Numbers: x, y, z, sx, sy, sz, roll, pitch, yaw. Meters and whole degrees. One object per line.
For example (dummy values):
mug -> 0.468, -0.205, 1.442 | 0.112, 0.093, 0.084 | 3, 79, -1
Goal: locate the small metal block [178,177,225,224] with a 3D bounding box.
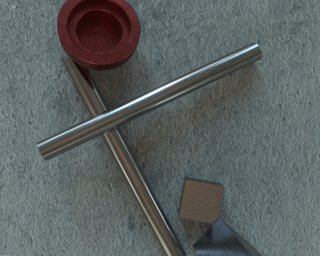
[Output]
small metal block -> 0.054, 0.095, 0.411 | 0.050, 0.025, 0.050 | 11, 90, -1

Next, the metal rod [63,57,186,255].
metal rod -> -0.046, 0.040, 0.409 | 0.025, 0.025, 0.299 | -28, 90, 0

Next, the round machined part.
round machined part -> -0.077, -0.119, 0.392 | 0.099, 0.042, 0.098 | 2, 79, -12

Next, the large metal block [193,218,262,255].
large metal block -> 0.097, 0.168, 0.373 | 0.080, 0.080, 0.050 | 43, 90, -20

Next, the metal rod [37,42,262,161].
metal rod -> -0.007, -0.037, 0.392 | 0.302, 0.025, 0.025 | -26, 90, -8
